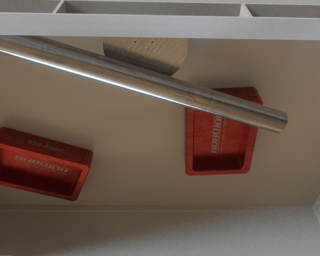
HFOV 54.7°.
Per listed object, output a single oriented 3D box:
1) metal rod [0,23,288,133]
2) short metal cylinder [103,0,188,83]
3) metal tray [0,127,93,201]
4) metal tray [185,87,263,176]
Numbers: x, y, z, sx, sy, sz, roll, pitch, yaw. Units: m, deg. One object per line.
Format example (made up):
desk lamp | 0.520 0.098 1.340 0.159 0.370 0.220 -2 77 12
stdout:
metal rod | -0.010 -0.044 0.305 0.302 0.025 0.025 15 128 -14
short metal cylinder | -0.014 -0.092 0.314 0.081 0.050 0.079 0 130 0
metal tray | -0.174 0.056 0.450 0.131 0.030 0.089 17 128 -15
metal tray | 0.079 0.009 0.414 0.091 0.030 0.129 -3 130 1
